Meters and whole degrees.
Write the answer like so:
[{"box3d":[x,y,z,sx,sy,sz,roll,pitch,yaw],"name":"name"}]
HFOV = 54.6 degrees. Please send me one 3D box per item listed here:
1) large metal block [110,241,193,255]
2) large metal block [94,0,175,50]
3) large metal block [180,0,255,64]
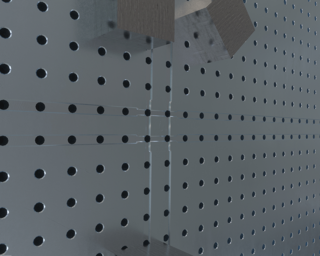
[{"box3d":[-0.006,0.177,0.368,0.081,0.080,0.050,6,86,-40],"name":"large metal block"},{"box3d":[-0.029,-0.144,0.367,0.081,0.050,0.080,0,90,-40],"name":"large metal block"},{"box3d":[0.089,-0.156,0.465,0.080,0.050,0.080,-49,119,-29],"name":"large metal block"}]
